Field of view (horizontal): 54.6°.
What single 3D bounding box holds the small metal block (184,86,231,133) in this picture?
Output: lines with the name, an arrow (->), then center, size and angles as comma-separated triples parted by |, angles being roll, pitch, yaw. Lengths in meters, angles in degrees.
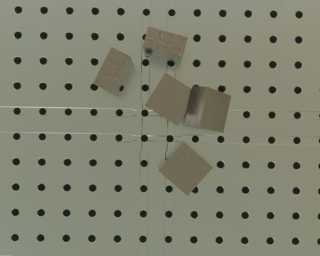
small metal block -> 0.062, -0.023, 0.400 | 0.050, 0.025, 0.050 | 12, 90, -43

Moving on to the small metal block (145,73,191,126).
small metal block -> 0.015, -0.038, 0.413 | 0.050, 0.025, 0.050 | 32, 90, 0

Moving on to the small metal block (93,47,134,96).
small metal block -> -0.059, -0.071, 0.400 | 0.025, 0.050, 0.050 | 27, 90, 0

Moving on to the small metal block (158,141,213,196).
small metal block -> 0.034, 0.053, 0.414 | 0.050, 0.025, 0.050 | 42, 90, 0

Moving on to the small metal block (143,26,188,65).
small metal block -> 0.007, -0.105, 0.401 | 0.050, 0.050, 0.025 | 15, 90, 0
